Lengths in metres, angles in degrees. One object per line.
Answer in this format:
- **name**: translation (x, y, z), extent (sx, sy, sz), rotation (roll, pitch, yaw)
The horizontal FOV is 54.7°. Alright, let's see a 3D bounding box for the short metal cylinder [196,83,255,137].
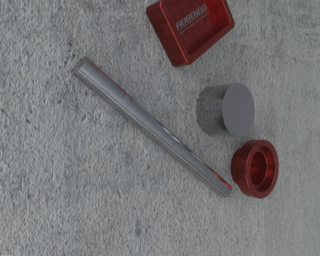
- **short metal cylinder**: translation (0.101, -0.027, 0.476), extent (0.081, 0.050, 0.079), rotation (0, 90, -40)

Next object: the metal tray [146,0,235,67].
- **metal tray**: translation (0.049, -0.158, 0.444), extent (0.131, 0.030, 0.090), rotation (-44, 117, -31)

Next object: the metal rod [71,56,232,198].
- **metal rod**: translation (0.008, 0.016, 0.413), extent (0.300, 0.025, 0.025), rotation (41, 65, -32)

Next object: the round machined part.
- **round machined part**: translation (0.159, 0.068, 0.530), extent (0.099, 0.042, 0.097), rotation (0, 90, -40)
